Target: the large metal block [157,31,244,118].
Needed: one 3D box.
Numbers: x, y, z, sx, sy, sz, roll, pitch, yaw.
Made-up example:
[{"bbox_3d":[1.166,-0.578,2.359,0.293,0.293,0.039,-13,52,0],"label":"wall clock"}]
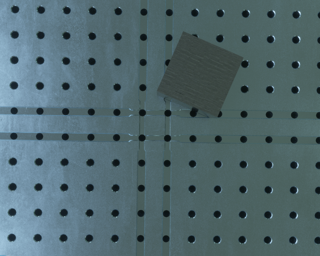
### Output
[{"bbox_3d":[0.049,-0.066,0.402,0.080,0.050,0.080,24,90,-1],"label":"large metal block"}]
